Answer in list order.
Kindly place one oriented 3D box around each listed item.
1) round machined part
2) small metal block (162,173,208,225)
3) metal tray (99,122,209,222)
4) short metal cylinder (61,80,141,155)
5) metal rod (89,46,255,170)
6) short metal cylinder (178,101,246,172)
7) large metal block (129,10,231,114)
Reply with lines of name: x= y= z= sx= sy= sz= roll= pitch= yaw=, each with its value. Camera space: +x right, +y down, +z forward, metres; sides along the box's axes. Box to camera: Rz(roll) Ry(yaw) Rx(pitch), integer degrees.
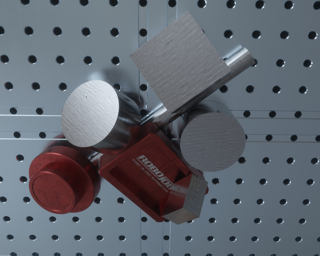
round machined part: x=-0.134 y=0.076 z=0.417 sx=0.098 sy=0.042 sz=0.097 roll=7 pitch=117 yaw=14
small metal block: x=0.033 y=0.093 z=0.403 sx=0.025 sy=0.050 sz=0.050 roll=32 pitch=142 yaw=-13
metal tray: x=-0.006 y=0.064 z=0.419 sx=0.090 sy=0.030 sz=0.130 roll=-36 pitch=119 yaw=12
short metal cylinder: x=-0.070 y=-0.011 z=0.373 sx=0.080 sy=0.050 sz=0.080 roll=-7 pitch=72 yaw=24
metal rod: x=-0.009 y=-0.005 z=0.413 sx=0.300 sy=0.025 sz=0.025 roll=-35 pitch=107 yaw=12
short metal cylinder: x=0.065 y=0.010 z=0.404 sx=0.081 sy=0.050 sz=0.079 roll=0 pitch=110 yaw=0
large metal block: x=0.025 y=-0.073 z=0.361 sx=0.080 sy=0.050 sz=0.080 roll=-35 pitch=87 yaw=12
